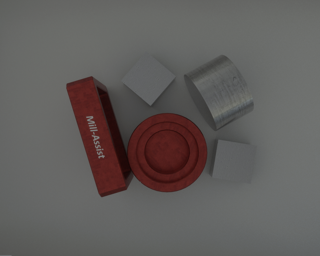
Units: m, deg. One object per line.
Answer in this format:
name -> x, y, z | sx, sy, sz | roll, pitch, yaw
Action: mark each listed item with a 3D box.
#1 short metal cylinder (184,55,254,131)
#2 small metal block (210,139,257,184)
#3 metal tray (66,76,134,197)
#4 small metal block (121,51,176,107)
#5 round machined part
short metal cylinder -> 0.071, -0.043, 0.383 | 0.050, 0.080, 0.080 | -29, 90, 0
small metal block -> 0.096, 0.043, 0.411 | 0.050, 0.025, 0.050 | 9, 89, 1
metal tray -> -0.069, 0.009, 0.376 | 0.030, 0.090, 0.129 | -17, 90, 0
small metal block -> -0.015, -0.063, 0.409 | 0.050, 0.025, 0.050 | 40, 90, 1
round machined part -> 0.009, 0.030, 0.400 | 0.099, 0.042, 0.097 | 0, 90, -1
